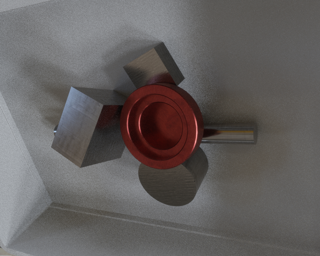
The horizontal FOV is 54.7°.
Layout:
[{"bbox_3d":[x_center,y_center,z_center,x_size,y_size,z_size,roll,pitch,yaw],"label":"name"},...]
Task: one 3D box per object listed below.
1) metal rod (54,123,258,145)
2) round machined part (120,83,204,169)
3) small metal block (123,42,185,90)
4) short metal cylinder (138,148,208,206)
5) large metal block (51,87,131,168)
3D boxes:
[{"bbox_3d":[-0.025,0.006,0.420,0.300,0.025,0.025,0,119,27],"label":"metal rod"},{"bbox_3d":[0.005,-0.004,0.364,0.098,0.042,0.097,6,104,27],"label":"round machined part"},{"bbox_3d":[-0.007,-0.066,0.369,0.050,0.025,0.050,-23,107,36],"label":"small metal block"},{"bbox_3d":[0.018,0.057,0.413,0.080,0.050,0.079,13,124,20],"label":"short metal cylinder"},{"bbox_3d":[-0.078,-0.003,0.390,0.050,0.080,0.079,30,106,23],"label":"large metal block"}]
